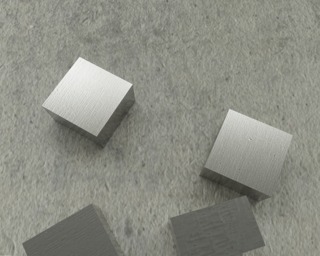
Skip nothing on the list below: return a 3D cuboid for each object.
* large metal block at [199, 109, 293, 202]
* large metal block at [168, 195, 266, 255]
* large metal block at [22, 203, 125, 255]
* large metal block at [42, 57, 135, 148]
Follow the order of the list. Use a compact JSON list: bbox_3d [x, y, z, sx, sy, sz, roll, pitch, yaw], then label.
[{"bbox_3d":[0.104,0.035,0.383,0.080,0.050,0.080,24,72,8],"label":"large metal block"},{"bbox_3d":[0.055,0.114,0.338,0.081,0.080,0.050,-15,71,-6],"label":"large metal block"},{"bbox_3d":[-0.089,0.142,0.342,0.080,0.050,0.080,-29,73,-11],"label":"large metal block"},{"bbox_3d":[-0.089,-0.033,0.406,0.080,0.050,0.080,28,72,9],"label":"large metal block"}]
